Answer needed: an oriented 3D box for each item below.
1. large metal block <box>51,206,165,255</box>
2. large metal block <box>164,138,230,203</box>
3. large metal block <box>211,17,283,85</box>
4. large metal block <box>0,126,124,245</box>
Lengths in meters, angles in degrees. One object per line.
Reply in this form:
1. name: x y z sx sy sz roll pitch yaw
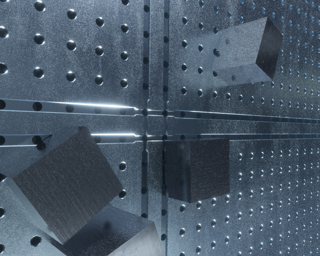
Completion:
1. large metal block: -0.054 0.133 0.330 0.081 0.080 0.050 -26 107 -37
2. large metal block: 0.054 0.056 0.440 0.081 0.050 0.079 -2 91 -40
3. large metal block: 0.138 -0.118 0.492 0.050 0.080 0.080 30 71 -37
4. large metal block: -0.097 0.053 0.313 0.080 0.050 0.080 -41 115 -33
